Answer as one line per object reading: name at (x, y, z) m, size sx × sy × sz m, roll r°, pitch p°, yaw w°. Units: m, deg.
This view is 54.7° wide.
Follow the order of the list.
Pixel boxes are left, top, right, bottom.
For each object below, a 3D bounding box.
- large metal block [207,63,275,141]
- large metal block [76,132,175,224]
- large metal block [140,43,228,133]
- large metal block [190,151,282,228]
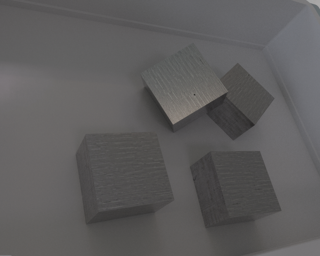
large metal block at (0.117, -0.042, 0.477) m, size 0.080 × 0.050 × 0.080 m, roll 45°, pitch 51°, yaw 3°
large metal block at (-0.040, 0.052, 0.336) m, size 0.081 × 0.050 × 0.080 m, roll -1°, pitch 63°, yaw -29°
large metal block at (0.031, -0.052, 0.415) m, size 0.080 × 0.050 × 0.080 m, roll -31°, pitch 77°, yaw -4°
large metal block at (0.094, 0.076, 0.393) m, size 0.081 × 0.050 × 0.080 m, roll 2°, pitch 61°, yaw -27°
